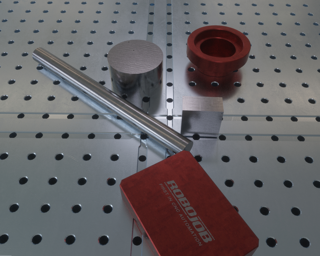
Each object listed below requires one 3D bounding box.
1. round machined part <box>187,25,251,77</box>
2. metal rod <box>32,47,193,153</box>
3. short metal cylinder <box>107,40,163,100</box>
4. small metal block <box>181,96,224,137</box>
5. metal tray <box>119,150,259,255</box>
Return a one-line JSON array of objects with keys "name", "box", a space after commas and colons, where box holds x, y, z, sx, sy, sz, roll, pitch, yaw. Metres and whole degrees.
[{"name": "round machined part", "box": [0.092, -0.120, 0.498, 0.099, 0.042, 0.098, 0, 50, 0]}, {"name": "metal rod", "box": [-0.082, -0.047, 0.445, 0.300, 0.025, 0.025, 32, 57, 24]}, {"name": "short metal cylinder", "box": [-0.035, -0.088, 0.465, 0.081, 0.050, 0.080, 0, 50, 0]}, {"name": "small metal block", "box": [0.053, -0.014, 0.404, 0.050, 0.050, 0.025, 2, 50, 2]}, {"name": "metal tray", "box": [0.026, 0.093, 0.326, 0.091, 0.030, 0.130, -24, 54, -19]}]
